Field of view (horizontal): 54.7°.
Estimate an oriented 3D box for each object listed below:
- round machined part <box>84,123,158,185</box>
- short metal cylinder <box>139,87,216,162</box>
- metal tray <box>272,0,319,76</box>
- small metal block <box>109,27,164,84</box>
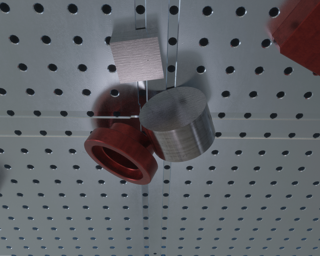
[{"bbox_3d":[-0.046,0.030,0.407,0.098,0.042,0.098,23,151,14],"label":"round machined part"},{"bbox_3d":[0.022,-0.006,0.371,0.080,0.080,0.050,-14,129,11],"label":"short metal cylinder"},{"bbox_3d":[0.201,-0.096,0.329,0.131,0.030,0.089,22,127,-18],"label":"metal tray"},{"bbox_3d":[-0.024,-0.080,0.343,0.050,0.025,0.050,-6,130,5],"label":"small metal block"}]
